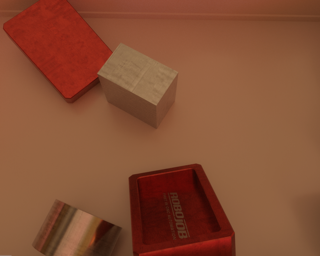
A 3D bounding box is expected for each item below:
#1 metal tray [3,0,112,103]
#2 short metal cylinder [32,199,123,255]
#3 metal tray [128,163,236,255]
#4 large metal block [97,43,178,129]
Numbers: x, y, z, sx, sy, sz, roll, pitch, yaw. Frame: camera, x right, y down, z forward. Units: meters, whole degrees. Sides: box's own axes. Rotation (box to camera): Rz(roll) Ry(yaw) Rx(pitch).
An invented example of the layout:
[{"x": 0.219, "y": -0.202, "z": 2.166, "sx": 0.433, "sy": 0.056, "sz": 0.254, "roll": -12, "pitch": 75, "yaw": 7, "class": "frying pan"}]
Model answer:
[{"x": -0.133, "y": -0.111, "z": 0.427, "sx": 0.090, "sy": 0.030, "sz": 0.130, "roll": -42, "pitch": 92, "yaw": -14, "class": "metal tray"}, {"x": -0.088, "y": 0.117, "z": 0.337, "sx": 0.080, "sy": 0.080, "sz": 0.050, "roll": 21, "pitch": 71, "yaw": 7, "class": "short metal cylinder"}, {"x": 0.016, "y": 0.089, "z": 0.329, "sx": 0.091, "sy": 0.130, "sz": 0.030, "roll": -9, "pitch": 114, "yaw": -4, "class": "metal tray"}, {"x": -0.026, "y": -0.051, "z": 0.399, "sx": 0.080, "sy": 0.080, "sz": 0.050, "roll": 29, "pitch": 73, "yaw": 10, "class": "large metal block"}]
